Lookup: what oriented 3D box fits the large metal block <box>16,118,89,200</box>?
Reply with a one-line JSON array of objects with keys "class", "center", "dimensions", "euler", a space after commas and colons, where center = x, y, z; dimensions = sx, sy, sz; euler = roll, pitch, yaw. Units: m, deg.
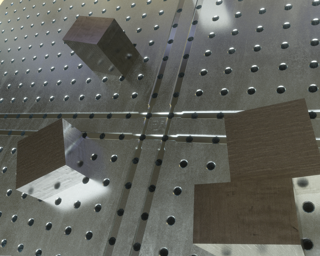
[{"class": "large metal block", "center": [-0.154, 0.045, 0.443], "dimensions": [0.080, 0.050, 0.080], "euler": [-26, 53, 11]}]

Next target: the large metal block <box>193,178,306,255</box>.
[{"class": "large metal block", "center": [0.082, 0.085, 0.278], "dimensions": [0.080, 0.080, 0.050], "euler": [-9, 58, 23]}]

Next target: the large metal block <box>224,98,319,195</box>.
[{"class": "large metal block", "center": [0.115, 0.024, 0.317], "dimensions": [0.080, 0.050, 0.080], "euler": [-12, 57, 21]}]

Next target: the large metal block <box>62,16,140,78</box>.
[{"class": "large metal block", "center": [-0.094, -0.131, 0.501], "dimensions": [0.080, 0.080, 0.050], "euler": [18, 71, 34]}]
